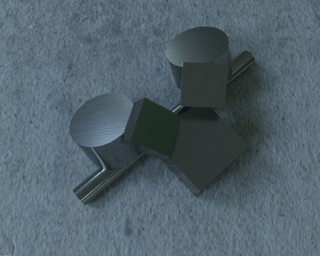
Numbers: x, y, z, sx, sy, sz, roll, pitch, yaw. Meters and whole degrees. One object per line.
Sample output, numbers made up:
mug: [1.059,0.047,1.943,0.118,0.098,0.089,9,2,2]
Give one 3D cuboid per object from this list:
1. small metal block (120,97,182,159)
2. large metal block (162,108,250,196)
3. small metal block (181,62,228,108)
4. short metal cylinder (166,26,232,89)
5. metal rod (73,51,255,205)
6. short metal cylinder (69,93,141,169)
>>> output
small metal block: [-0.009,0.001,0.343,0.050,0.025,0.050,26,69,-25]
large metal block: [0.048,0.026,0.385,0.080,0.050,0.080,-40,75,-13]
small metal block: [0.050,-0.051,0.362,0.050,0.025,0.050,2,101,0]
short metal cylinder: [0.053,-0.090,0.414,0.080,0.050,0.080,-9,51,12]
metal rod: [0.015,-0.008,0.412,0.301,0.025,0.025,-39,75,-14]
short metal cylinder: [-0.062,0.004,0.379,0.080,0.050,0.080,-9,51,12]
